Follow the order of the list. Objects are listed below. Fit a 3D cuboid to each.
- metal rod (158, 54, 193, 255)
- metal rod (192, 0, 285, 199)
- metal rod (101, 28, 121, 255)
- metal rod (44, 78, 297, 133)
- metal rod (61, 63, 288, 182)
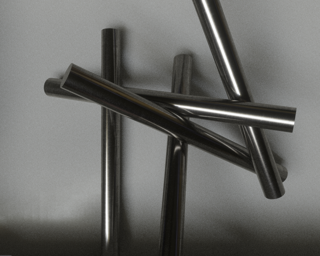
[{"bbox_3d":[0.018,0.045,0.353,0.025,0.025,0.299,6,66,0],"label":"metal rod"},{"bbox_3d":[0.081,-0.051,0.335,0.025,0.025,0.299,-24,106,0],"label":"metal rod"},{"bbox_3d":[-0.065,0.021,0.410,0.025,0.025,0.298,0,90,-1],"label":"metal rod"},{"bbox_3d":[-0.007,-0.031,0.357,0.301,0.025,0.025,10,90,21],"label":"metal rod"},{"bbox_3d":[0.038,0.007,0.348,0.302,0.025,0.025,24,90,-27],"label":"metal rod"}]
